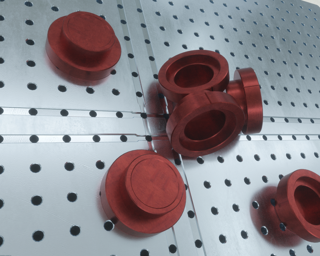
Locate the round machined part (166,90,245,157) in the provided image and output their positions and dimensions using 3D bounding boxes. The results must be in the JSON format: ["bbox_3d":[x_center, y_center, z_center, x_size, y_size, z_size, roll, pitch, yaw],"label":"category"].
[{"bbox_3d":[0.055,-0.010,0.399,0.099,0.097,0.042,4,43,-26],"label":"round machined part"}]

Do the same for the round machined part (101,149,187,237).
[{"bbox_3d":[-0.013,0.068,0.348,0.099,0.042,0.098,13,56,-21],"label":"round machined part"}]

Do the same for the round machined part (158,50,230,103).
[{"bbox_3d":[0.050,-0.066,0.443,0.098,0.042,0.098,-9,45,9],"label":"round machined part"}]

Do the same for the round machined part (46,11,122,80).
[{"bbox_3d":[-0.098,-0.116,0.415,0.099,0.042,0.098,13,56,-21],"label":"round machined part"}]

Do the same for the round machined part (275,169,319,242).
[{"bbox_3d":[0.203,0.111,0.438,0.099,0.042,0.098,13,56,-21],"label":"round machined part"}]

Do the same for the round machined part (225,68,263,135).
[{"bbox_3d":[0.118,-0.038,0.458,0.042,0.098,0.098,-8,61,6],"label":"round machined part"}]
